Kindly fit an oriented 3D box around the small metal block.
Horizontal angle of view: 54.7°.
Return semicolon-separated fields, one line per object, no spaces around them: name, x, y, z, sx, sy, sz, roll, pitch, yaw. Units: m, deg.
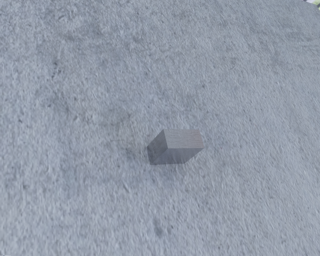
small metal block;0.018;0.024;0.384;0.050;0.050;0.025;1;61;-28
